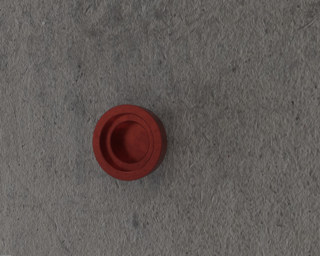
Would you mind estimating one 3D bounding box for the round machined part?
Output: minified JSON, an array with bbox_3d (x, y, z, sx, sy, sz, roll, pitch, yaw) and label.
[{"bbox_3d":[-0.036,0.019,0.413,0.098,0.042,0.097,0,90,20],"label":"round machined part"}]
